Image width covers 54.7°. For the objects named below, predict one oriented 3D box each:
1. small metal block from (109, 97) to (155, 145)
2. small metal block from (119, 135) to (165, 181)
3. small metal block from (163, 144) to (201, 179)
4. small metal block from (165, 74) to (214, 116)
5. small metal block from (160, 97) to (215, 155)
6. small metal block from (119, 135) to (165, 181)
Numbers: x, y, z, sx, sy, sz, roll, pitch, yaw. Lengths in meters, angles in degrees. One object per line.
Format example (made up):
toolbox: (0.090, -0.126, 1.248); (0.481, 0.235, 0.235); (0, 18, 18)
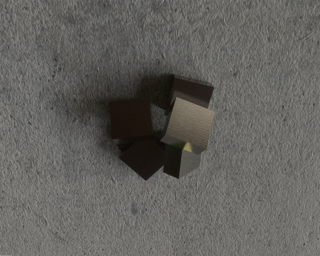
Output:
small metal block: (-0.035, -0.009, 0.394); (0.050, 0.025, 0.050); (-7, 72, 2)
small metal block: (-0.019, 0.035, 0.424); (0.050, 0.025, 0.050); (-43, 105, 14)
small metal block: (0.031, 0.032, 0.408); (0.025, 0.050, 0.050); (19, 114, 34)
small metal block: (0.036, -0.037, 0.398); (0.050, 0.025, 0.050); (13, 110, -5)
small metal block: (0.033, -0.002, 0.370); (0.050, 0.025, 0.050); (20, 65, -8)
small metal block: (-0.019, 0.035, 0.424); (0.050, 0.025, 0.050); (-43, 105, 14)
